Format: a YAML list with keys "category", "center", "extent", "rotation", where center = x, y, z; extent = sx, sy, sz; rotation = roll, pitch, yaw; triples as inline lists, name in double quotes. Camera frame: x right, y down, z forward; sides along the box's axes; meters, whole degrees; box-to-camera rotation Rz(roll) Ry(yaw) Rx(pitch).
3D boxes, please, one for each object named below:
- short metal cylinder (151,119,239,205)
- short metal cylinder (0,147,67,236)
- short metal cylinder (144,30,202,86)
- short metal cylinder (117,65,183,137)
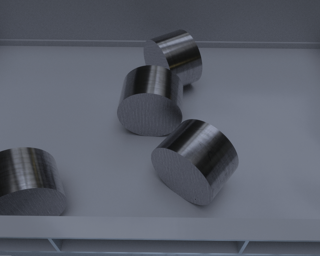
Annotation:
- category: "short metal cylinder"
  center: [0.037, 0.037, 0.338]
  extent: [0.080, 0.080, 0.050]
  rotation: [32, 57, 24]
- category: "short metal cylinder"
  center: [-0.141, 0.065, 0.314]
  extent: [0.081, 0.080, 0.050]
  rotation: [-19, 53, -15]
- category: "short metal cylinder"
  center: [0.017, -0.096, 0.450]
  extent: [0.050, 0.080, 0.080]
  rotation: [-24, 54, -19]
- category: "short metal cylinder"
  center: [-0.011, -0.033, 0.397]
  extent: [0.080, 0.080, 0.050]
  rotation: [3, 50, 2]
